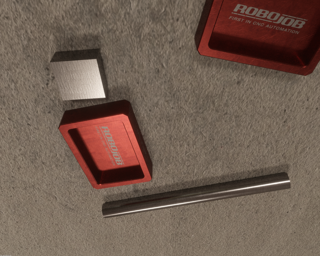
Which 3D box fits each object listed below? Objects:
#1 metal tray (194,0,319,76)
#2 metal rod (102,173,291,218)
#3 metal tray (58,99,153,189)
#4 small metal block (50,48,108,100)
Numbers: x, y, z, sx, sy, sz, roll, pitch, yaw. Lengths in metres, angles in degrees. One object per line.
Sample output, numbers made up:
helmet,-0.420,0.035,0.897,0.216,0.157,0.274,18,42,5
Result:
metal tray,0.110,-0.109,0.312,0.131,0.030,0.089,9,130,-9
metal rod,0.052,0.111,0.502,0.301,0.025,0.025,-11,129,9
metal tray,-0.069,0.028,0.426,0.090,0.030,0.129,-10,130,8
small metal block,-0.091,-0.061,0.354,0.050,0.025,0.050,-4,130,2
